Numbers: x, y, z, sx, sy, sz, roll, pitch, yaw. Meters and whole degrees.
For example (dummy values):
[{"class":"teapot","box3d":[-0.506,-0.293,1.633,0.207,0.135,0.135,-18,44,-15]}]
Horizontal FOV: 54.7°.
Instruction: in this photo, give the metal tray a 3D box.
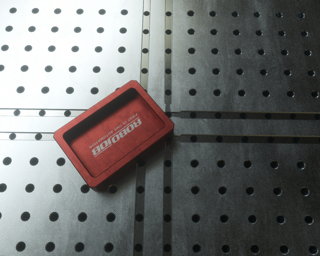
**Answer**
[{"class":"metal tray","box3d":[-0.058,0.008,0.405,0.131,0.030,0.090,-37,74,-13]}]
